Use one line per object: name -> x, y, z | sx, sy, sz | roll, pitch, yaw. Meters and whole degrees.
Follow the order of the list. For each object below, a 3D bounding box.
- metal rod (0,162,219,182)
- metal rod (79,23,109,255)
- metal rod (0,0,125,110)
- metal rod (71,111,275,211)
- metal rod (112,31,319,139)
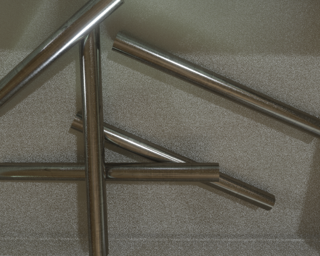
metal rod -> -0.074, 0.059, 0.414 | 0.302, 0.025, 0.025 | -1, 110, 6
metal rod -> -0.082, 0.016, 0.383 | 0.025, 0.025, 0.298 | -1, 98, 0
metal rod -> -0.164, -0.062, 0.368 | 0.300, 0.025, 0.025 | -34, 107, 18
metal rod -> 0.025, 0.049, 0.429 | 0.302, 0.025, 0.025 | 24, 108, -9
metal rod -> 0.085, -0.050, 0.394 | 0.302, 0.025, 0.025 | 22, 109, -9
